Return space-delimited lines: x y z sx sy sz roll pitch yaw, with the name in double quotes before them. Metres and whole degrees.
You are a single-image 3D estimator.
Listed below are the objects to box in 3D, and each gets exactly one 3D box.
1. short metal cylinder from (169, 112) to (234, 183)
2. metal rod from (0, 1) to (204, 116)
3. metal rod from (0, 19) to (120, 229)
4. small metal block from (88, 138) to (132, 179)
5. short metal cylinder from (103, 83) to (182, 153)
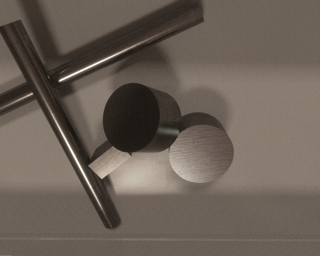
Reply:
"short metal cylinder" 0.051 0.025 0.408 0.081 0.050 0.079 0 110 -1
"metal rod" -0.091 -0.078 0.381 0.301 0.025 0.025 -23 109 7
"metal rod" -0.116 0.015 0.396 0.025 0.025 0.298 -17 117 6
"small metal block" -0.063 0.033 0.409 0.050 0.050 0.025 -37 106 12
"short metal cylinder" -0.021 -0.010 0.373 0.080 0.050 0.080 -3 84 31
